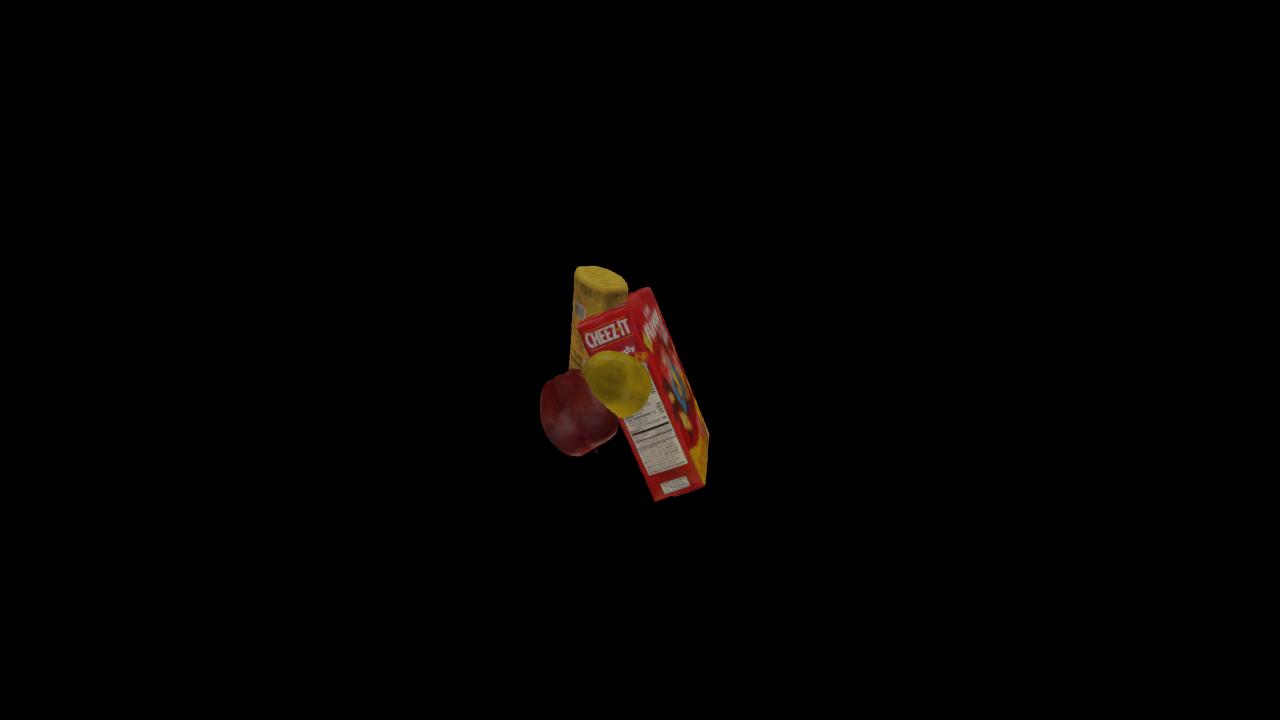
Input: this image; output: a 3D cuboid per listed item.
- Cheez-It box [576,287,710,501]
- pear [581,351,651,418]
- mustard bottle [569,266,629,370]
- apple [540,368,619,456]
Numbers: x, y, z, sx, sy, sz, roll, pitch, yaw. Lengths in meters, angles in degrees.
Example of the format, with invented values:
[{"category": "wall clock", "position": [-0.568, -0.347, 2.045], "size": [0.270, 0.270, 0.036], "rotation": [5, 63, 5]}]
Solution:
[{"category": "Cheez-It box", "position": [0.014, 0.032, 0.743], "size": [0.071, 0.223, 0.166], "rotation": [-20, 10, 13]}, {"category": "pear", "position": [-0.026, 0.030, 0.686], "size": [0.080, 0.080, 0.111], "rotation": [0, -11, 2]}, {"category": "mustard bottle", "position": [-0.056, -0.013, 0.738], "size": [0.054, 0.184, 0.092], "rotation": [-9, 30, -32]}, {"category": "apple", "position": [-0.066, 0.058, 0.656], "size": [0.079, 0.093, 0.079], "rotation": [-28, 1, 1]}]
